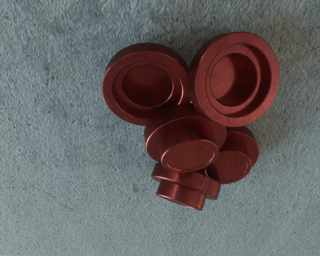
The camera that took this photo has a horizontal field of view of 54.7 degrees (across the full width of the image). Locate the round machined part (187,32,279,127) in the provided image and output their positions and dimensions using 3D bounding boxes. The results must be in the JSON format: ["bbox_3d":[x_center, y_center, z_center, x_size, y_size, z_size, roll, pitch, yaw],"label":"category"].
[{"bbox_3d":[0.075,-0.053,0.336,0.099,0.042,0.097,-5,105,-17],"label":"round machined part"}]

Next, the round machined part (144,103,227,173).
[{"bbox_3d":[0.032,0.019,0.371,0.099,0.042,0.097,-7,141,-5],"label":"round machined part"}]

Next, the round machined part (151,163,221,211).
[{"bbox_3d":[0.033,0.086,0.438,0.098,0.042,0.098,18,165,6],"label":"round machined part"}]

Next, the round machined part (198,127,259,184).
[{"bbox_3d":[0.089,0.042,0.434,0.099,0.042,0.097,-1,130,0],"label":"round machined part"}]

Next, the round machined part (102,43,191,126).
[{"bbox_3d":[-0.014,-0.052,0.353,0.099,0.042,0.097,-1,130,0],"label":"round machined part"}]
